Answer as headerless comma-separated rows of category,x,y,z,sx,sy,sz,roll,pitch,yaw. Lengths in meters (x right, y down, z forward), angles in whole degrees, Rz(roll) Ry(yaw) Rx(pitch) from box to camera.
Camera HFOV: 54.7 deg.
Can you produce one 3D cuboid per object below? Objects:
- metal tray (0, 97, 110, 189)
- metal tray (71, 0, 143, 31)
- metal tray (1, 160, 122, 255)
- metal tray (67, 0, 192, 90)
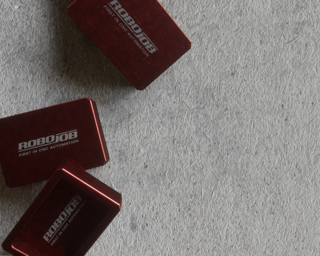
metal tray,-0.141,0.019,0.406,0.131,0.030,0.090,-14,90,0
metal tray,-0.071,-0.199,0.406,0.091,0.030,0.129,-6,90,0
metal tray,-0.121,0.117,0.388,0.090,0.030,0.130,36,99,-11
metal tray,-0.036,-0.123,0.385,0.090,0.030,0.130,-41,107,5
